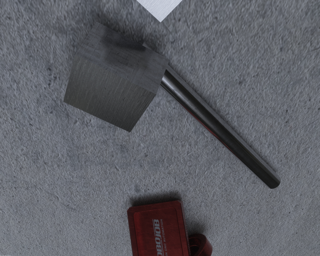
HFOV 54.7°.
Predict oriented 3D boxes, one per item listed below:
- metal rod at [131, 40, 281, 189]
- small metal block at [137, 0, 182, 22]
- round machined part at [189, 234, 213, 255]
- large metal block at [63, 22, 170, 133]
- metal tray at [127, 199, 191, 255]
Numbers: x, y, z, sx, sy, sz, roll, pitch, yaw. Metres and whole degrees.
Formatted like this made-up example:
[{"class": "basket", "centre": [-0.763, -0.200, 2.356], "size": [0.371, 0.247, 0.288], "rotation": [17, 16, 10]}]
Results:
[{"class": "metal rod", "centre": [0.074, -0.001, 0.406], "size": [0.025, 0.025, 0.301], "rotation": [-35, 123, 26]}, {"class": "small metal block", "centre": [0.000, -0.138, 0.290], "size": [0.050, 0.025, 0.050], "rotation": [36, 121, -27]}, {"class": "round machined part", "centre": [0.054, 0.241, 0.561], "size": [0.098, 0.098, 0.042], "rotation": [-31, 95, 24]}, {"class": "large metal block", "centre": [-0.048, -0.049, 0.326], "size": [0.080, 0.050, 0.080], "rotation": [25, 145, -11]}, {"class": "metal tray", "centre": [0.001, 0.189, 0.507], "size": [0.090, 0.129, 0.030], "rotation": [-10, 171, 8]}]
